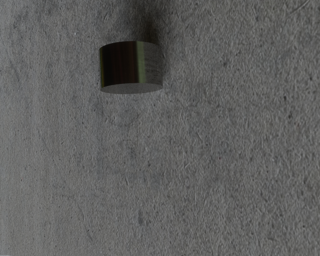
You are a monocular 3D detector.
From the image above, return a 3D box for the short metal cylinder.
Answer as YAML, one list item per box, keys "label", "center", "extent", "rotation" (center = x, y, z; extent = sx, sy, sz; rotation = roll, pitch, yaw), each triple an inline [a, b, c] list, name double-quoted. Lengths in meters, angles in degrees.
- label: "short metal cylinder"
  center: [-0.038, -0.075, 0.401]
  extent: [0.080, 0.081, 0.050]
  rotation: [-5, 87, 40]
